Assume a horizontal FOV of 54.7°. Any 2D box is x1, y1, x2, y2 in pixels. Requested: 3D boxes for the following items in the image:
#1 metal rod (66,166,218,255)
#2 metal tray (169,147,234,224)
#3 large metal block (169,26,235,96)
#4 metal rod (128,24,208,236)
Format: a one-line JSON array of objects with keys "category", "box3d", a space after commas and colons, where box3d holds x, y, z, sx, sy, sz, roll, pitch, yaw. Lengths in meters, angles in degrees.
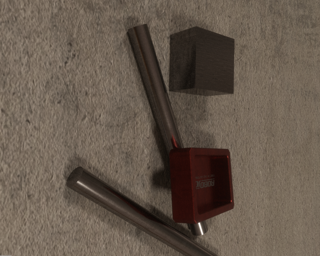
[{"category": "metal rod", "box3d": [0.004, 0.137, 0.410, 0.300, 0.025, 0.025, 42, 65, -32]}, {"category": "metal tray", "box3d": [0.061, 0.074, 0.424, 0.131, 0.030, 0.089, 8, 77, -56]}, {"category": "large metal block", "box3d": [0.060, -0.090, 0.441, 0.081, 0.050, 0.079, 2, 89, -40]}, {"category": "metal rod", "box3d": [0.015, 0.013, 0.419, 0.025, 0.025, 0.298, -28, 108, -37]}]
